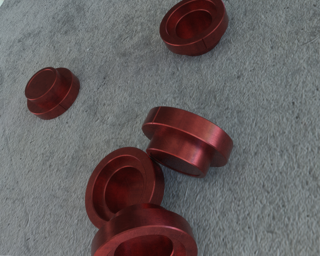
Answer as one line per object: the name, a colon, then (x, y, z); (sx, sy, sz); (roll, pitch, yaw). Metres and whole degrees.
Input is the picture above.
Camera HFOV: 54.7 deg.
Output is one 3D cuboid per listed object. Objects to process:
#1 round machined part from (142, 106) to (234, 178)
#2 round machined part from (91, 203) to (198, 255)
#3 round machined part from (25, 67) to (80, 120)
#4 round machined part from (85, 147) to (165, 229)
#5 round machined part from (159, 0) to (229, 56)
round machined part: (0.024, 0.020, 0.332); (0.098, 0.098, 0.042); (13, 69, 33)
round machined part: (-0.016, 0.112, 0.301); (0.098, 0.098, 0.042); (-31, 33, 8)
round machined part: (-0.192, -0.066, 0.535); (0.098, 0.042, 0.098); (-13, 56, 21)
round machined part: (-0.036, 0.075, 0.361); (0.098, 0.042, 0.098); (-17, 56, 27)
round machined part: (0.052, -0.145, 0.454); (0.098, 0.042, 0.098); (-13, 56, 21)
